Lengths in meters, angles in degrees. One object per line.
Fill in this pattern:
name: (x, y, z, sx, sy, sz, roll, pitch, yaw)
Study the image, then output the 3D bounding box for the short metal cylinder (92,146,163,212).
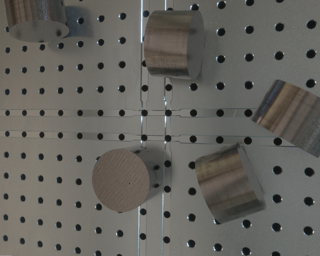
short metal cylinder: (-0.042, 0.066, 0.413, 0.080, 0.050, 0.079, 0, 90, 19)

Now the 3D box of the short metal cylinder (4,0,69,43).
short metal cylinder: (-0.176, -0.161, 0.444, 0.080, 0.080, 0.050, -11, 86, 19)

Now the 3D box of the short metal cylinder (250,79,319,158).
short metal cylinder: (0.146, -0.010, 0.332, 0.080, 0.080, 0.050, 33, 101, 16)

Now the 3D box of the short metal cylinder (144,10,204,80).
short metal cylinder: (0.020, -0.100, 0.376, 0.050, 0.080, 0.079, 8, 93, 19)

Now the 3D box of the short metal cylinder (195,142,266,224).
short metal cylinder: (0.081, 0.062, 0.355, 0.050, 0.080, 0.080, -25, 82, 18)
